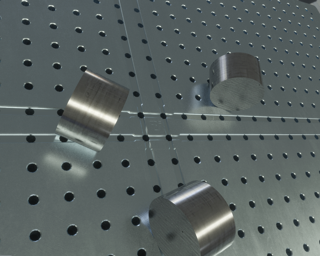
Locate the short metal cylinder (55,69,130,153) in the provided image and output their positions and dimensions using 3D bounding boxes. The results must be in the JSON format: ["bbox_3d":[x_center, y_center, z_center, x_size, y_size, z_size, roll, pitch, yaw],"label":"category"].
[{"bbox_3d":[-0.075,-0.019,0.345,0.050,0.080,0.080,26,52,-13],"label":"short metal cylinder"}]

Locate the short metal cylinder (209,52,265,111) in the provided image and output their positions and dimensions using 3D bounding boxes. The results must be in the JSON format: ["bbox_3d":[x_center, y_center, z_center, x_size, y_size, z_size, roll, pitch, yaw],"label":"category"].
[{"bbox_3d":[0.118,-0.070,0.482,0.081,0.080,0.050,17,55,-19],"label":"short metal cylinder"}]

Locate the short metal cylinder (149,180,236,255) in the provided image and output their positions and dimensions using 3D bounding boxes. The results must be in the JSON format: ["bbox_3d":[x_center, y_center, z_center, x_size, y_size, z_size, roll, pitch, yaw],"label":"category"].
[{"bbox_3d":[0.032,0.102,0.329,0.050,0.080,0.080,-18,71,-35],"label":"short metal cylinder"}]
